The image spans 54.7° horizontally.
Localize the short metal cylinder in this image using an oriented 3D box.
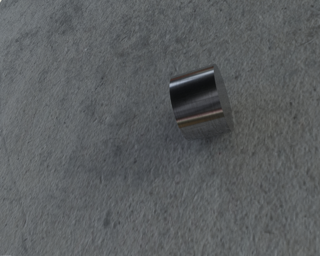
[{"bbox_3d":[0.050,-0.029,0.359,0.050,0.080,0.080,-14,56,20],"label":"short metal cylinder"}]
